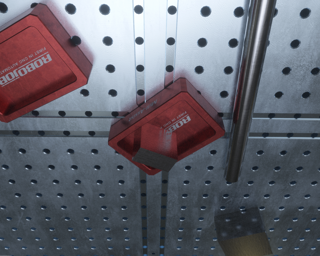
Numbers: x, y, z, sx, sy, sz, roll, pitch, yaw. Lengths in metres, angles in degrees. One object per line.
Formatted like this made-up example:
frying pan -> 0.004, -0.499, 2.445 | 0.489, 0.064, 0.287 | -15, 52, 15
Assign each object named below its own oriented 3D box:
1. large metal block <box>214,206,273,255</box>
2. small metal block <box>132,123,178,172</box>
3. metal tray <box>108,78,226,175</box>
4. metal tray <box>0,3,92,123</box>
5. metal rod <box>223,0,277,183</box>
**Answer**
large metal block -> 0.152, 0.195, 0.564 | 0.080, 0.050, 0.080 | -18, 128, 14
small metal block -> -0.006, 0.024, 0.398 | 0.050, 0.050, 0.025 | 21, 127, -17
metal tray -> 0.008, 0.004, 0.411 | 0.130, 0.030, 0.090 | -33, 123, 24
metal tray -> -0.156, -0.067, 0.349 | 0.130, 0.030, 0.090 | -22, 127, 17
metal rod -> 0.106, -0.039, 0.380 | 0.025, 0.025, 0.298 | -2, 130, 1
